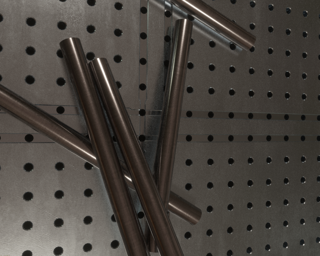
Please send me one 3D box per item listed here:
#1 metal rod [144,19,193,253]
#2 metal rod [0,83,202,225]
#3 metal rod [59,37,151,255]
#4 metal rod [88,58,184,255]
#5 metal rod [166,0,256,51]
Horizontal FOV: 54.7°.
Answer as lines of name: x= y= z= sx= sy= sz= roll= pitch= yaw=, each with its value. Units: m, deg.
metal rod: x=0.012 y=0.002 z=0.400 sx=0.025 sy=0.025 sz=0.299 roll=12 pitch=79 yaw=-20
metal rod: x=-0.068 y=0.042 z=0.388 sx=0.301 sy=0.025 sz=0.025 roll=35 pitch=79 yaw=-17
metal rod: x=-0.061 y=0.038 z=0.362 sx=0.025 sy=0.025 sz=0.299 roll=-17 pitch=86 yaw=-20
metal rod: x=-0.022 y=0.056 z=0.363 sx=0.025 sy=0.025 sz=0.299 roll=-19 pitch=81 yaw=-19
metal rod: x=0.006 y=-0.189 z=0.415 sx=0.302 sy=0.025 sz=0.025 roll=26 pitch=82 yaw=-19
